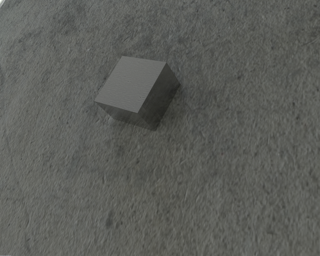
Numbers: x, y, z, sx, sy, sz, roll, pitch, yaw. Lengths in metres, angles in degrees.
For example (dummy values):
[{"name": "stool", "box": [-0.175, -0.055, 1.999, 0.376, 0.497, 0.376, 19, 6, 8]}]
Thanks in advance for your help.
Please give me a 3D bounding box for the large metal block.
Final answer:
[{"name": "large metal block", "box": [-0.031, -0.050, 0.436, 0.080, 0.050, 0.080, 17, 70, 34]}]
